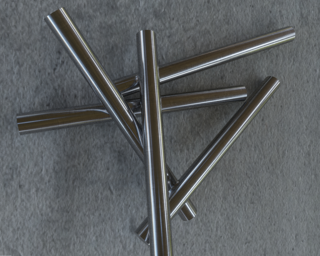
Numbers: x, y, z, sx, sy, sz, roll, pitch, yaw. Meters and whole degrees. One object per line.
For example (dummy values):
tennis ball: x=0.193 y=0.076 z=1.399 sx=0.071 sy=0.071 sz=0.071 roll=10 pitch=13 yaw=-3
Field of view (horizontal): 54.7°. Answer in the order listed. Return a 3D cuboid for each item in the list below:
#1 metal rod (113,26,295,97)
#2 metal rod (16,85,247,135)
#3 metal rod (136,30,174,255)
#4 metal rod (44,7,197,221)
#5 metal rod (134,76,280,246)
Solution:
metal rod: x=0.069 y=-0.096 z=0.435 sx=0.302 sy=0.025 sz=0.025 roll=-21 pitch=97 yaw=-19
metal rod: x=-0.020 y=-0.028 z=0.402 sx=0.303 sy=0.025 sz=0.025 roll=-10 pitch=94 yaw=-20
metal rod: x=-0.006 y=0.029 z=0.357 sx=0.025 sy=0.025 sz=0.299 roll=0 pitch=77 yaw=-20
metal rod: x=-0.035 y=0.000 z=0.373 sx=0.025 sy=0.025 sz=0.299 roll=-38 pitch=112 yaw=-16
metal rod: x=0.076 y=0.029 z=0.415 sx=0.301 sy=0.025 sz=0.025 roll=-46 pitch=105 yaw=-23
